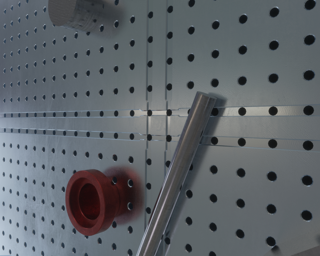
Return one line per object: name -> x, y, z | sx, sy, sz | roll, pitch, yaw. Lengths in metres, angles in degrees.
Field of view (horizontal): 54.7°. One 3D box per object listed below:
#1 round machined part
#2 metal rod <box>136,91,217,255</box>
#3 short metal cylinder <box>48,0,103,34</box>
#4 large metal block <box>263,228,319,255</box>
round machined part -> -0.101, 0.113, 0.482 | 0.098, 0.042, 0.097 | 0, 90, 40
metal rod -> 0.008, 0.097, 0.402 | 0.025, 0.025, 0.298 | 31, 109, 36
short metal cylinder -> -0.139, -0.201, 0.507 | 0.080, 0.050, 0.079 | 0, 90, 40
large metal block -> 0.132, 0.123, 0.264 | 0.080, 0.081, 0.050 | -40, 66, 33
